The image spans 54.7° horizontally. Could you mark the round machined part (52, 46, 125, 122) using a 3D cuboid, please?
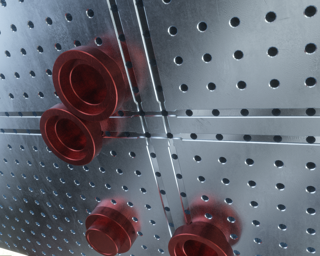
[{"bbox_3d":[-0.088,-0.060,0.408,0.098,0.042,0.097,13,124,20],"label":"round machined part"}]

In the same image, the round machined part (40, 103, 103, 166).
[{"bbox_3d":[-0.128,0.005,0.469,0.098,0.042,0.097,13,124,20],"label":"round machined part"}]

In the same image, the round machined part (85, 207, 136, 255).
[{"bbox_3d":[-0.097,0.197,0.571,0.098,0.042,0.097,13,124,20],"label":"round machined part"}]

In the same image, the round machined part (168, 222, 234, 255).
[{"bbox_3d":[0.066,0.185,0.479,0.098,0.042,0.097,13,124,20],"label":"round machined part"}]
